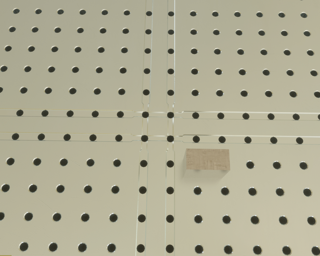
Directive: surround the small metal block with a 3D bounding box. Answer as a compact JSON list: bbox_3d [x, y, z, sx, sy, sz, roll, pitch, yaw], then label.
[{"bbox_3d":[0.056,0.045,0.383,0.050,0.050,0.025,1,70,0],"label":"small metal block"}]
